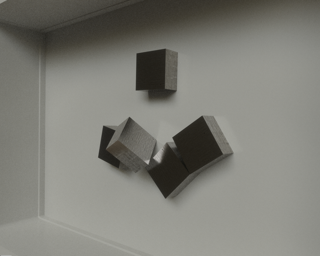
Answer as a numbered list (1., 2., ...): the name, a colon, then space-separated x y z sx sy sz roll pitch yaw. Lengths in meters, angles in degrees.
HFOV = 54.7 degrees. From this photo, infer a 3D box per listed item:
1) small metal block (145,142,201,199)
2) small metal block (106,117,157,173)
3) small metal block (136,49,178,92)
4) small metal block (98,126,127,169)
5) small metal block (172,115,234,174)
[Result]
1. small metal block: 0.016 0.053 0.392 0.050 0.025 0.050 -51 61 28
2. small metal block: -0.036 0.022 0.405 0.050 0.050 0.025 42 125 -17
3. small metal block: -0.005 -0.074 0.409 0.050 0.025 0.050 2 92 39
4. small metal block: -0.062 0.027 0.454 0.050 0.025 0.050 19 102 41
5. small metal block: 0.049 0.020 0.365 0.050 0.025 0.050 -38 67 33
